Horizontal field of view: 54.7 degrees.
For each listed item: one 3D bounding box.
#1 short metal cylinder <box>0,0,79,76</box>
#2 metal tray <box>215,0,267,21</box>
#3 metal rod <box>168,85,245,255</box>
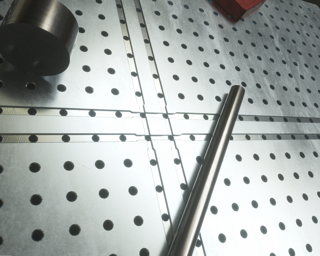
[{"bbox_3d":[-0.141,-0.106,0.362,0.081,0.080,0.050,17,55,-19],"label":"short metal cylinder"},{"bbox_3d":[0.174,-0.292,0.676,0.090,0.030,0.131,47,51,4],"label":"metal tray"},{"bbox_3d":[0.073,0.042,0.421,0.025,0.025,0.301,33,51,-7],"label":"metal rod"}]
